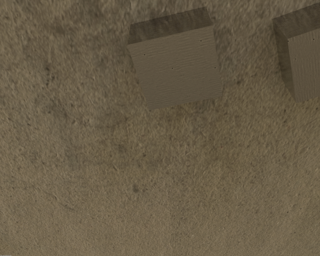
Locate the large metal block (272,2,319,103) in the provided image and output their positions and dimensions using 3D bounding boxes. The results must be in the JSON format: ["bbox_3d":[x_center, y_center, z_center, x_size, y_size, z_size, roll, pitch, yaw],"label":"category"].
[{"bbox_3d":[0.171,-0.082,0.323,0.080,0.050,0.080,-17,129,13],"label":"large metal block"}]

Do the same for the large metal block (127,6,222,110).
[{"bbox_3d":[0.018,-0.072,0.330,0.080,0.050,0.080,-11,130,8],"label":"large metal block"}]
